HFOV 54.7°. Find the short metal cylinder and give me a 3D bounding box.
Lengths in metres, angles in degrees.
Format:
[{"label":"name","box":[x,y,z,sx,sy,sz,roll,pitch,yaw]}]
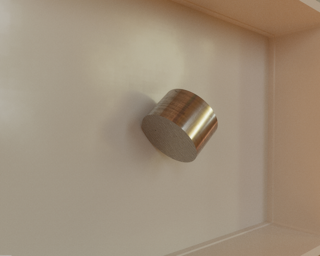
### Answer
[{"label":"short metal cylinder","box":[0.025,-0.002,0.390,0.050,0.080,0.080,-49,120,-29]}]
